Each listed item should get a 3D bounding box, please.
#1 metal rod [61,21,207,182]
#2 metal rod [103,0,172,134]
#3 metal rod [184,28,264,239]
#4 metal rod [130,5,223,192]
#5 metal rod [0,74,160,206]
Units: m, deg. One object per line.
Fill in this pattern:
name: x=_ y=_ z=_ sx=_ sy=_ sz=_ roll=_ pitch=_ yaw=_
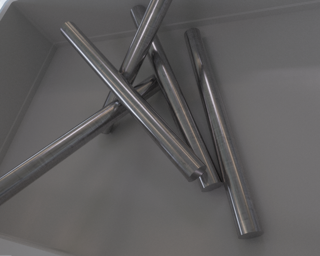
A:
metal rod: x=-0.049 y=-0.050 z=0.394 sx=0.025 sy=0.025 sz=0.300 roll=-42 pitch=62 yaw=0
metal rod: x=-0.019 y=-0.123 z=0.406 sx=0.025 sy=0.025 sz=0.298 roll=43 pitch=113 yaw=39
metal rod: x=0.068 y=-0.019 z=0.381 sx=0.025 sy=0.025 sz=0.299 roll=-20 pitch=54 yaw=16
metal rod: x=0.011 y=-0.058 z=0.409 sx=0.025 sy=0.025 sz=0.299 roll=-27 pitch=60 yaw=11
metal rod: x=-0.095 y=0.008 z=0.377 sx=0.025 sy=0.025 sz=0.302 roll=26 pitch=52 yaw=37
